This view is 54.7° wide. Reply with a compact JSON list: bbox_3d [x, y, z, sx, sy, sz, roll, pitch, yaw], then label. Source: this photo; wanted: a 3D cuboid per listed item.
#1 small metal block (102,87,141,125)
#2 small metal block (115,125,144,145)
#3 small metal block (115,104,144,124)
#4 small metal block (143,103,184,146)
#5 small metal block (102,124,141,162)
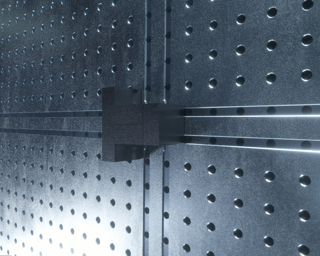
[{"bbox_3d":[-0.053,-0.030,0.434,0.025,0.050,0.050,0,90,40],"label":"small metal block"},{"bbox_3d":[-0.024,0.008,0.410,0.050,0.050,0.025,0,90,39],"label":"small metal block"},{"bbox_3d":[-0.024,-0.017,0.410,0.050,0.050,0.025,0,90,39],"label":"small metal block"},{"bbox_3d":[0.005,-0.004,0.386,0.025,0.050,0.050,0,90,40],"label":"small metal block"},{"bbox_3d":[-0.053,0.020,0.434,0.025,0.050,0.050,0,90,40],"label":"small metal block"}]
